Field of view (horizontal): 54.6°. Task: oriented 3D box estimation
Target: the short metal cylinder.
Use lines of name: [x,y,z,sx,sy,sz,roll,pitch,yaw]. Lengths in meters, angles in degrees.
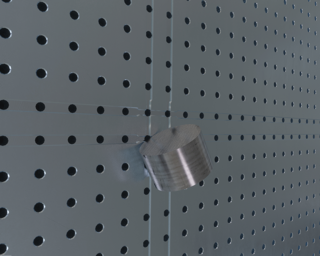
short metal cylinder: [0.021,0.036,0.390,0.080,0.080,0.050,-34,111,-35]
